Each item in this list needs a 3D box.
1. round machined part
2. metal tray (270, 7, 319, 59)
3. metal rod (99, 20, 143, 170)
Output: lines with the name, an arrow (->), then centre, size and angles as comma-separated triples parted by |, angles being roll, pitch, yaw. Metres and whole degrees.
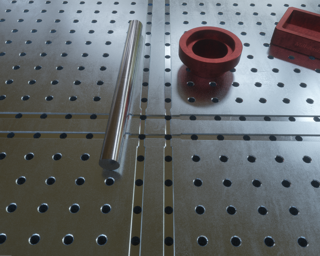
round machined part -> 0.079, -0.118, 0.497 | 0.099, 0.042, 0.098 | 0, 50, 0
metal tray -> 0.275, -0.164, 0.545 | 0.130, 0.030, 0.090 | 25, 54, 19
metal rod -> -0.052, -0.071, 0.466 | 0.025, 0.025, 0.300 | 3, 50, 2
